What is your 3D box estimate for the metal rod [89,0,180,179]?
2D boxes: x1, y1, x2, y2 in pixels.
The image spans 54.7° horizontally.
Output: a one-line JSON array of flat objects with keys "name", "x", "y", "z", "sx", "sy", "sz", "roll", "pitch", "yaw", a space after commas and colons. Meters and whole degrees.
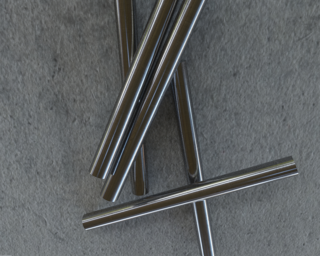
[{"name": "metal rod", "x": -0.019, "y": -0.078, "z": 0.357, "sx": 0.025, "sy": 0.025, "sz": 0.298, "roll": 22, "pitch": 100, "yaw": -8}]

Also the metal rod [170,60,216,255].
[{"name": "metal rod", "x": 0.047, "y": 0.056, "z": 0.431, "sx": 0.025, "sy": 0.025, "sz": 0.298, "roll": -10, "pitch": 110, "yaw": 3}]

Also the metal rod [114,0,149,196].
[{"name": "metal rod", "x": -0.035, "y": -0.050, "z": 0.390, "sx": 0.025, "sy": 0.025, "sz": 0.298, "roll": -3, "pitch": 110, "yaw": 0}]

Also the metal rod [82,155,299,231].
[{"name": "metal rod", "x": 0.029, "y": 0.093, "z": 0.420, "sx": 0.301, "sy": 0.025, "sz": 0.025, "roll": -19, "pitch": 110, "yaw": 16}]

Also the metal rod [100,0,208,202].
[{"name": "metal rod", "x": -0.007, "y": -0.041, "z": 0.369, "sx": 0.025, "sy": 0.025, "sz": 0.298, "roll": 22, "pitch": 106, "yaw": -9}]
